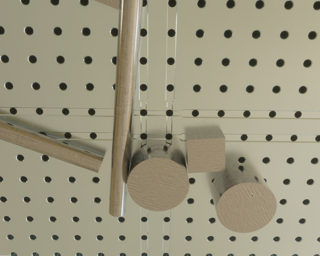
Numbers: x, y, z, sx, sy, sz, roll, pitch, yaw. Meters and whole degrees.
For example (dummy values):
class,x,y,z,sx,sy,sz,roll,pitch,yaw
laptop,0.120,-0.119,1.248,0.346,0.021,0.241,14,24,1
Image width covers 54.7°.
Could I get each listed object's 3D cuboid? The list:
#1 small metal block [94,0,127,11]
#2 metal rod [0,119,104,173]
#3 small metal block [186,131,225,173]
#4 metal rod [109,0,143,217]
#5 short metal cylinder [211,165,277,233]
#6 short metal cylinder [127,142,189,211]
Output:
class,x,y,z,sx,sy,sz,roll,pitch,yaw
small metal block,-0.056,-0.166,0.352,0.050,0.025,0.050,19,109,-7
metal rod,-0.222,-0.002,0.410,0.302,0.025,0.025,21,109,-8
small metal block,0.062,0.033,0.426,0.050,0.025,0.050,-4,110,1
metal rod,-0.047,-0.011,0.396,0.025,0.025,0.298,6,115,-2
short metal cylinder,0.116,0.099,0.438,0.081,0.050,0.079,0,110,0
short metal cylinder,-0.002,0.066,0.424,0.081,0.050,0.079,0,110,0
